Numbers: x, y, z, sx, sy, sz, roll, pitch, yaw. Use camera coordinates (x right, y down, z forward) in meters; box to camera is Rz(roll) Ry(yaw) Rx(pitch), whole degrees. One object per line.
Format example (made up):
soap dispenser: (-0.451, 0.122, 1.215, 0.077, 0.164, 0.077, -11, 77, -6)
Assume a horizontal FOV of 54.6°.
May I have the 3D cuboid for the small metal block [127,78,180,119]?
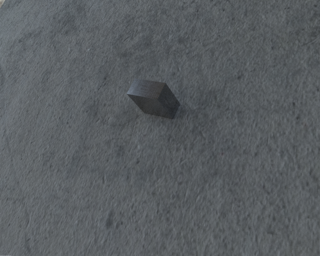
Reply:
small metal block: (-0.008, -0.039, 0.417, 0.050, 0.050, 0.025, 14, 69, 34)
